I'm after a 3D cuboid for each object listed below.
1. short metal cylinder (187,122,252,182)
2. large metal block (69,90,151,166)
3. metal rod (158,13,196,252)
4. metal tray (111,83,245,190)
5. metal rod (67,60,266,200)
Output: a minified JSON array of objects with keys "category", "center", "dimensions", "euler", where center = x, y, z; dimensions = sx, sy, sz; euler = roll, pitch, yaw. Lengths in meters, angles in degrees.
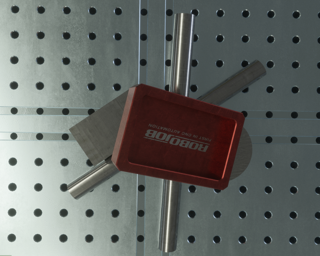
[{"category":"short metal cylinder","center":[0.072,0.026,0.401],"dimensions":[0.081,0.050,0.079],"euler":[0,90,-1]},{"category":"large metal block","center":[-0.054,0.000,0.385],"dimensions":[0.080,0.080,0.050],"euler":[-34,90,0]},{"category":"metal rod","center":[0.020,0.013,0.391],"dimensions":[0.025,0.025,0.298],"euler":[4,99,-1]},{"category":"metal tray","center":[0.022,0.012,0.341],"dimensions":[0.131,0.030,0.089],"euler":[14,90,-19]},{"category":"metal rod","center":[0.009,0.002,0.414],"dimensions":[0.301,0.025,0.025],"euler":[-34,90,-1]}]
